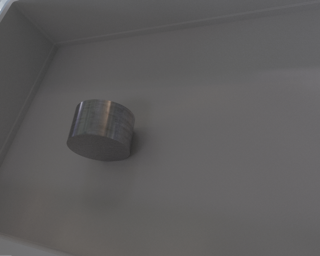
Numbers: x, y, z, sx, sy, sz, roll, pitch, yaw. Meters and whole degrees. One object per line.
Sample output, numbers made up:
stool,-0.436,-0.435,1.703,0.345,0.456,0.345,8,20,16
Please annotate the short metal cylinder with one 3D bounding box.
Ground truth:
short metal cylinder,-0.076,0.005,0.408,0.080,0.080,0.050,-8,58,24
